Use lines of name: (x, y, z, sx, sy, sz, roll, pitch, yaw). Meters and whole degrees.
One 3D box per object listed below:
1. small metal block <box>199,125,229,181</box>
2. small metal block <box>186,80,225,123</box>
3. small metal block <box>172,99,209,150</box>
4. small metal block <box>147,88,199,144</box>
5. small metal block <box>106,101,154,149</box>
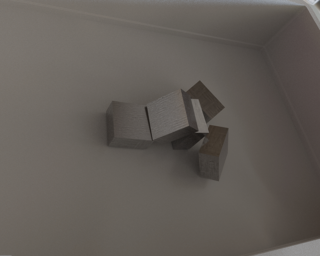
small metal block: (0.071, 0.033, 0.404, 0.025, 0.050, 0.050, 11, 48, 20)
small metal block: (0.060, -0.035, 0.440, 0.025, 0.050, 0.050, -41, 85, -7)
small metal block: (0.034, -0.004, 0.411, 0.025, 0.050, 0.050, 1, 61, -28)
small metal block: (0.015, -0.013, 0.382, 0.025, 0.050, 0.050, 26, 48, -54)
small metal block: (-0.038, -0.003, 0.385, 0.050, 0.025, 0.050, 6, 59, -25)
